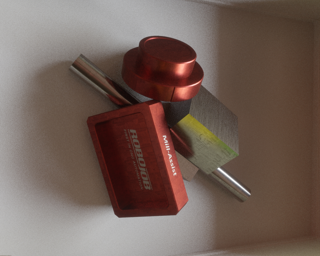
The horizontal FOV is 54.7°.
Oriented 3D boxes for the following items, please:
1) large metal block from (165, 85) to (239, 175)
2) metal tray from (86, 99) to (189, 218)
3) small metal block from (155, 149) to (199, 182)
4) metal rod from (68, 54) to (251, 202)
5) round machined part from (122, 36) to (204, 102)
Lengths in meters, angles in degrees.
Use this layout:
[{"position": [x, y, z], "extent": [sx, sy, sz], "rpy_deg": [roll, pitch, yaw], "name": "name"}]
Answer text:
[{"position": [0.053, -0.002, 0.396], "extent": [0.080, 0.050, 0.080], "rpy_deg": [39, 35, -16], "name": "large metal block"}, {"position": [-0.027, 0.038, 0.367], "extent": [0.030, 0.090, 0.129], "rpy_deg": [-26, 102, -60], "name": "metal tray"}, {"position": [0.017, 0.042, 0.403], "extent": [0.050, 0.050, 0.025], "rpy_deg": [40, 77, -16], "name": "small metal block"}, {"position": [0.011, 0.010, 0.414], "extent": [0.301, 0.025, 0.025], "rpy_deg": [38, 78, -16], "name": "metal rod"}, {"position": [0.006, -0.077, 0.371], "extent": [0.099, 0.098, 0.042], "rpy_deg": [-2, 131, -20], "name": "round machined part"}]
